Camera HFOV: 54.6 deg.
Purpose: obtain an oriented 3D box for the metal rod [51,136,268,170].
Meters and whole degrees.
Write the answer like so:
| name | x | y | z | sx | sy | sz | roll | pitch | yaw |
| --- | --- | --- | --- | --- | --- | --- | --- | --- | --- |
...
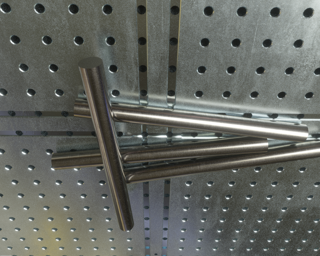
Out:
| name | x | y | z | sx | sy | sz | roll | pitch | yaw |
| --- | --- | --- | --- | --- | --- | --- | --- | --- | --- |
| metal rod | -0.003 | 0.035 | 0.440 | 0.301 | 0.025 | 0.025 | -5 | 130 | 4 |

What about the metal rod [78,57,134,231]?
| name | x | y | z | sx | sy | sz | roll | pitch | yaw |
| --- | --- | --- | --- | --- | --- | --- | --- | --- | --- |
| metal rod | -0.063 | 0.046 | 0.415 | 0.025 | 0.025 | 0.298 | -3 | 130 | 2 |

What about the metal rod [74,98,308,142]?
| name | x | y | z | sx | sy | sz | roll | pitch | yaw |
| --- | --- | --- | --- | --- | --- | --- | --- | --- | --- |
| metal rod | 0.044 | -0.009 | 0.403 | 0.302 | 0.025 | 0.025 | 6 | 130 | -6 |

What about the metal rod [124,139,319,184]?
| name | x | y | z | sx | sy | sz | roll | pitch | yaw |
| --- | --- | --- | --- | --- | --- | --- | --- | --- | --- |
| metal rod | 0.084 | 0.052 | 0.455 | 0.301 | 0.025 | 0.025 | -9 | 130 | 7 |
